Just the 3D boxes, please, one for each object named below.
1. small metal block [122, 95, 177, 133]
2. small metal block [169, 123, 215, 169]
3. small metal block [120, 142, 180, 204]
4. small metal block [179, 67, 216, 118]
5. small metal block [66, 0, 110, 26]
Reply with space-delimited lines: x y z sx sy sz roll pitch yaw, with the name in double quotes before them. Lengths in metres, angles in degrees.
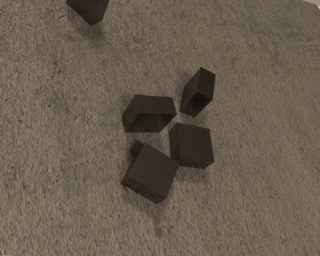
"small metal block" -0.015 -0.017 0.391 0.050 0.050 0.025 1 62 -28
"small metal block" 0.041 0.024 0.413 0.050 0.025 0.050 10 57 -23
"small metal block" -0.011 0.053 0.367 0.050 0.025 0.050 32 51 -8
"small metal block" 0.055 -0.051 0.450 0.025 0.050 0.050 24 53 -15
"small metal block" -0.103 -0.187 0.447 0.050 0.050 0.025 42 51 0
